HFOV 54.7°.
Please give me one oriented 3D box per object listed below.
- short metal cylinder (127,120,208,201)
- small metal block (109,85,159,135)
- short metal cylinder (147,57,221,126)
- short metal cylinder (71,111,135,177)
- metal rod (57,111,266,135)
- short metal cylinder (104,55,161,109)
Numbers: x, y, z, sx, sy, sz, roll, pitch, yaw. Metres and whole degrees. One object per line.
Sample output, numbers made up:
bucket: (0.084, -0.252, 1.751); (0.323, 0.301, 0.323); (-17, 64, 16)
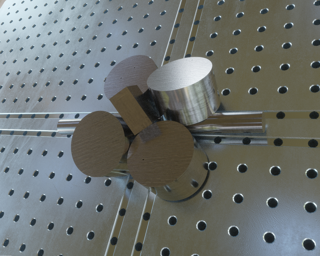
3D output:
short metal cylinder: (0.010, 0.038, 0.359); (0.080, 0.050, 0.080); (-13, 56, 21)
small metal block: (-0.029, -0.023, 0.371); (0.025, 0.050, 0.050); (-34, 93, 13)
short metal cylinder: (0.030, -0.046, 0.383); (0.080, 0.050, 0.080); (-14, 34, 10)
short metal cylinder: (-0.064, 0.022, 0.392); (0.080, 0.050, 0.080); (-5, 80, 26)
metal rod: (-0.018, -0.004, 0.415); (0.300, 0.025, 0.025); (-1, 61, 27)
short metal cylinder: (-0.031, -0.056, 0.438); (0.080, 0.050, 0.080); (-13, 56, 21)
